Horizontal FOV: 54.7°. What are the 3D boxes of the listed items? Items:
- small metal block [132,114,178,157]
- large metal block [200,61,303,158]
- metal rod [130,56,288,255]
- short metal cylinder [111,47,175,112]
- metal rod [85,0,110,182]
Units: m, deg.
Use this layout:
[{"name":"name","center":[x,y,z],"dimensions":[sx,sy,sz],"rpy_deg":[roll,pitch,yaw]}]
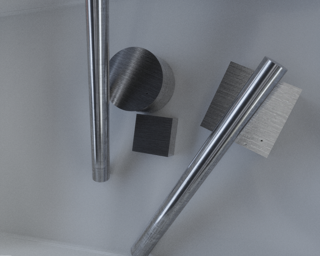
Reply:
[{"name":"small metal block","center":[-0.006,0.009,0.412],"dimensions":[0.050,0.025,0.050],"rpy_deg":[8,93,19]},{"name":"large metal block","center":[0.105,-0.021,0.360],"dimensions":[0.080,0.050,0.080],"rpy_deg":[27,99,17]},{"name":"metal rod","center":[0.041,0.054,0.357],"dimensions":[0.025,0.025,0.298],"rpy_deg":[39,116,15]},{"name":"short metal cylinder","center":[-0.026,-0.060,0.405],"dimensions":[0.080,0.050,0.079],"rpy_deg":[0,90,19]},{"name":"metal rod","center":[-0.073,-0.061,0.370],"dimensions":[0.025,0.025,0.298],"rpy_deg":[15,120,19]}]
